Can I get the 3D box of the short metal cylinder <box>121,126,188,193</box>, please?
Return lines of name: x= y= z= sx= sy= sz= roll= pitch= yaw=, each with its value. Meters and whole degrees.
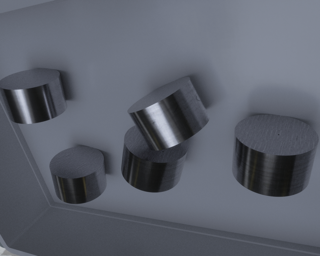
short metal cylinder: x=-0.008 y=0.036 z=0.400 sx=0.080 sy=0.080 sz=0.050 roll=21 pitch=127 yaw=15

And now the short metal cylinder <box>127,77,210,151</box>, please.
short metal cylinder: x=0.010 y=-0.017 z=0.357 sx=0.080 sy=0.080 sz=0.050 roll=-18 pitch=109 yaw=35

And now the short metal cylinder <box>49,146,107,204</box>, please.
short metal cylinder: x=-0.126 y=0.072 z=0.484 sx=0.080 sy=0.080 sz=0.050 roll=13 pitch=124 yaw=21

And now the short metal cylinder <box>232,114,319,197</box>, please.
short metal cylinder: x=0.118 y=0.026 z=0.327 sx=0.080 sy=0.080 sz=0.050 roll=10 pitch=123 yaw=23

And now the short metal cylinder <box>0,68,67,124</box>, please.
short metal cylinder: x=-0.177 y=-0.047 z=0.438 sx=0.080 sy=0.080 sz=0.050 roll=10 pitch=123 yaw=23
